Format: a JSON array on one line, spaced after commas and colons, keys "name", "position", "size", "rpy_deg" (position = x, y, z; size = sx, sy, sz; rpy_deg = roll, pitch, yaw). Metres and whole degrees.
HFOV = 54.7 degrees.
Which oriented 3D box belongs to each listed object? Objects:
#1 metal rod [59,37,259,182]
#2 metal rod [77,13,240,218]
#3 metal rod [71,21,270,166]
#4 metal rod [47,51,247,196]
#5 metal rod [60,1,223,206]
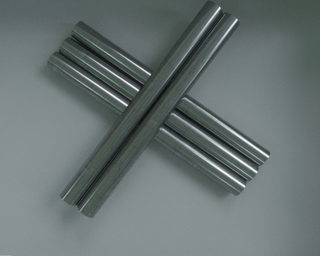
[{"name": "metal rod", "position": [-0.001, -0.024, 0.410], "size": [0.301, 0.025, 0.025], "rpy_deg": [34, 90, 0]}, {"name": "metal rod", "position": [-0.002, -0.016, 0.385], "size": [0.025, 0.025, 0.300], "rpy_deg": [37, 90, 0]}, {"name": "metal rod", "position": [0.014, -0.045, 0.410], "size": [0.301, 0.025, 0.025], "rpy_deg": [35, 90, 0]}, {"name": "metal rod", "position": [-0.017, -0.005, 0.410], "size": [0.301, 0.025, 0.025], "rpy_deg": [34, 90, 0]}, {"name": "metal rod", "position": [-0.023, -0.030, 0.385], "size": [0.025, 0.025, 0.300], "rpy_deg": [37, 90, 0]}]
